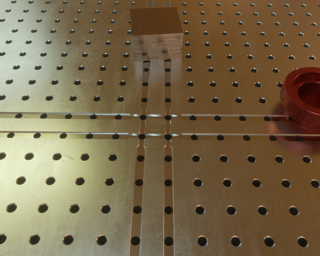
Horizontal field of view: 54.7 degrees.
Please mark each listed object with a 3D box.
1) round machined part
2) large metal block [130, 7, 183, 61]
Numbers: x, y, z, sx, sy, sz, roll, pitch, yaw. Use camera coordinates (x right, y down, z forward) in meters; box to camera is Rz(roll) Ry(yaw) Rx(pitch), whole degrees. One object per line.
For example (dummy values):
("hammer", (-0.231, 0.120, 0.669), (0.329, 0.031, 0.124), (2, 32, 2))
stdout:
("round machined part", (0.217, -0.038, 0.431), (0.099, 0.042, 0.098), (0, 50, 0))
("large metal block", (-0.008, -0.160, 0.526), (0.081, 0.050, 0.080), (-4, 50, -4))
